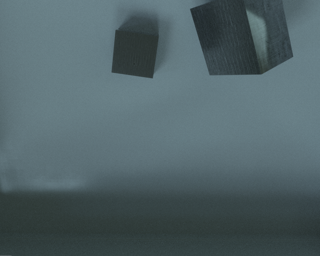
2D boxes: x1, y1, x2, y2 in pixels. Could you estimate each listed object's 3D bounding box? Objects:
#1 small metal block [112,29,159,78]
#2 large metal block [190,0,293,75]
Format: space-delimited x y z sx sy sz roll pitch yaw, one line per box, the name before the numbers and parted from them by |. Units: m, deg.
small metal block | -0.030 -0.091 0.377 0.050 0.025 0.050 8 110 -4
large metal block | 0.087 -0.105 0.337 0.050 0.080 0.080 -29 111 -24
